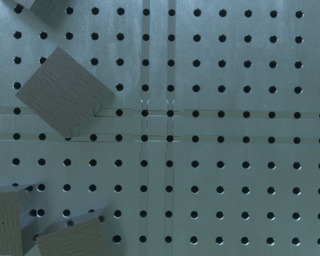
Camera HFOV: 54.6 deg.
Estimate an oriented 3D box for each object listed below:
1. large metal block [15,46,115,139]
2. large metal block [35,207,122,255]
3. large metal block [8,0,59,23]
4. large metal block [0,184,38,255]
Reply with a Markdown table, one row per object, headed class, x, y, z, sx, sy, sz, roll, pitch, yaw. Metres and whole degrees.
| class | x | y | z | sx | sy | sz | roll | pitch | yaw |
| --- | --- | --- | --- | --- | --- | --- | --- | --- | --- |
| large metal block | -0.119 | -0.044 | 0.400 | 0.080 | 0.050 | 0.080 | 41 | 90 | 0 |
| large metal block | -0.100 | 0.158 | 0.400 | 0.080 | 0.050 | 0.080 | -18 | 90 | 0 |
| large metal block | -0.171 | -0.198 | 0.400 | 0.080 | 0.050 | 0.080 | 31 | 90 | 0 |
| large metal block | -0.209 | 0.119 | 0.400 | 0.080 | 0.050 | 0.080 | -4 | 90 | 0 |
